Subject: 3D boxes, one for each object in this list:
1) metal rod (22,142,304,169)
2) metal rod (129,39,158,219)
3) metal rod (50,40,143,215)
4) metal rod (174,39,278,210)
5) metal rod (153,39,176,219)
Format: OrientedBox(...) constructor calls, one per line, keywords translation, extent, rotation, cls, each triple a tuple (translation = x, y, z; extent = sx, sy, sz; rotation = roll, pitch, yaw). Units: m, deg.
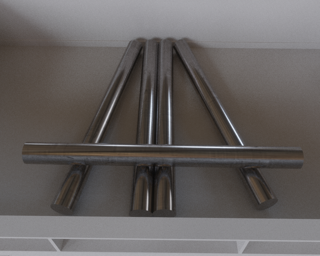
OrientedBox(translation=(0.003, 0.030, 0.344), extent=(0.302, 0.025, 0.025), rotation=(1, 50, 1), cls="metal rod")
OrientedBox(translation=(-0.017, -0.023, 0.423), extent=(0.025, 0.025, 0.300), rotation=(1, 50, 1), cls="metal rod")
OrientedBox(translation=(-0.073, -0.025, 0.424), extent=(0.025, 0.025, 0.300), rotation=(10, 51, 8), cls="metal rod")
OrientedBox(translation=(0.075, -0.028, 0.427), extent=(0.025, 0.025, 0.300), rotation=(-12, 51, -10), cls="metal rod")
OrientedBox(translation=(0.007, -0.024, 0.423), extent=(0.025, 0.025, 0.300), rotation=(1, 50, 1), cls="metal rod")
